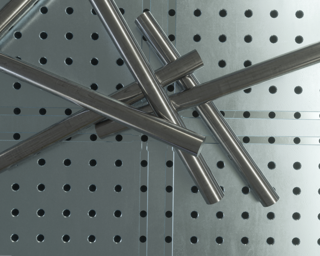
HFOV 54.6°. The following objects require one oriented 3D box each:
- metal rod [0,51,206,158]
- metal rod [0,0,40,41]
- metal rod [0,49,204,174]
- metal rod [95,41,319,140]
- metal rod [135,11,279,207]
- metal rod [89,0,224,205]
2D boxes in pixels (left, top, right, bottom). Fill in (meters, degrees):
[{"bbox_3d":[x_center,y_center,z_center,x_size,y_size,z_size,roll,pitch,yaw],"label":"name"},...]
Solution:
[{"bbox_3d":[-0.089,-0.036,0.376,0.301,0.025,0.025,23,90,14],"label":"metal rod"},{"bbox_3d":[-0.181,-0.168,0.412,0.025,0.025,0.300,45,90,0],"label":"metal rod"},{"bbox_3d":[-0.084,-0.019,0.398,0.301,0.025,0.025,-27,90,5],"label":"metal rod"},{"bbox_3d":[0.059,-0.045,0.385,0.301,0.025,0.025,-19,90,11],"label":"metal rod"},{"bbox_3d":[0.062,-0.025,0.413,0.025,0.025,0.299,-35,90,0],"label":"metal rod"},{"bbox_3d":[-0.006,-0.040,0.367,0.025,0.025,0.299,-30,97,0],"label":"metal rod"}]
